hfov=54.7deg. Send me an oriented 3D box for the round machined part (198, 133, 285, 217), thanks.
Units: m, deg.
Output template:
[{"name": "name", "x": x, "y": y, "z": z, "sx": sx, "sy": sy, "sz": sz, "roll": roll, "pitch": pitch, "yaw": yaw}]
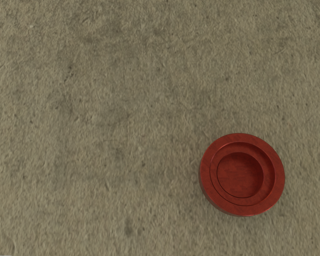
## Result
[{"name": "round machined part", "x": 0.096, "y": 0.059, "z": 0.379, "sx": 0.099, "sy": 0.042, "sz": 0.098, "roll": 0, "pitch": 70, "yaw": -1}]
